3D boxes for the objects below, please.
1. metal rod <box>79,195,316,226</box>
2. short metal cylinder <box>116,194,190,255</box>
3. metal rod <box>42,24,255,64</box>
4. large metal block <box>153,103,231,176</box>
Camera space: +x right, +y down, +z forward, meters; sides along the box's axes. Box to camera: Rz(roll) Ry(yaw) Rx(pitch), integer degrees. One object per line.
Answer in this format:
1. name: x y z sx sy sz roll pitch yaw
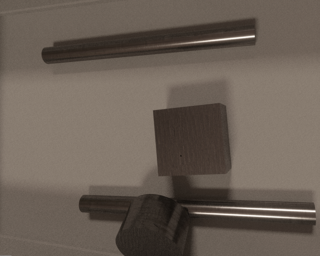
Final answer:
1. metal rod: 0.032 0.103 0.398 0.301 0.025 0.025 -2 89 19
2. short metal cylinder: -0.007 0.127 0.379 0.080 0.050 0.079 9 127 12
3. metal rod: -0.028 -0.111 0.419 0.301 0.025 0.025 -1 90 19
4. large metal block: 0.041 0.015 0.382 0.080 0.050 0.080 -5 88 19
